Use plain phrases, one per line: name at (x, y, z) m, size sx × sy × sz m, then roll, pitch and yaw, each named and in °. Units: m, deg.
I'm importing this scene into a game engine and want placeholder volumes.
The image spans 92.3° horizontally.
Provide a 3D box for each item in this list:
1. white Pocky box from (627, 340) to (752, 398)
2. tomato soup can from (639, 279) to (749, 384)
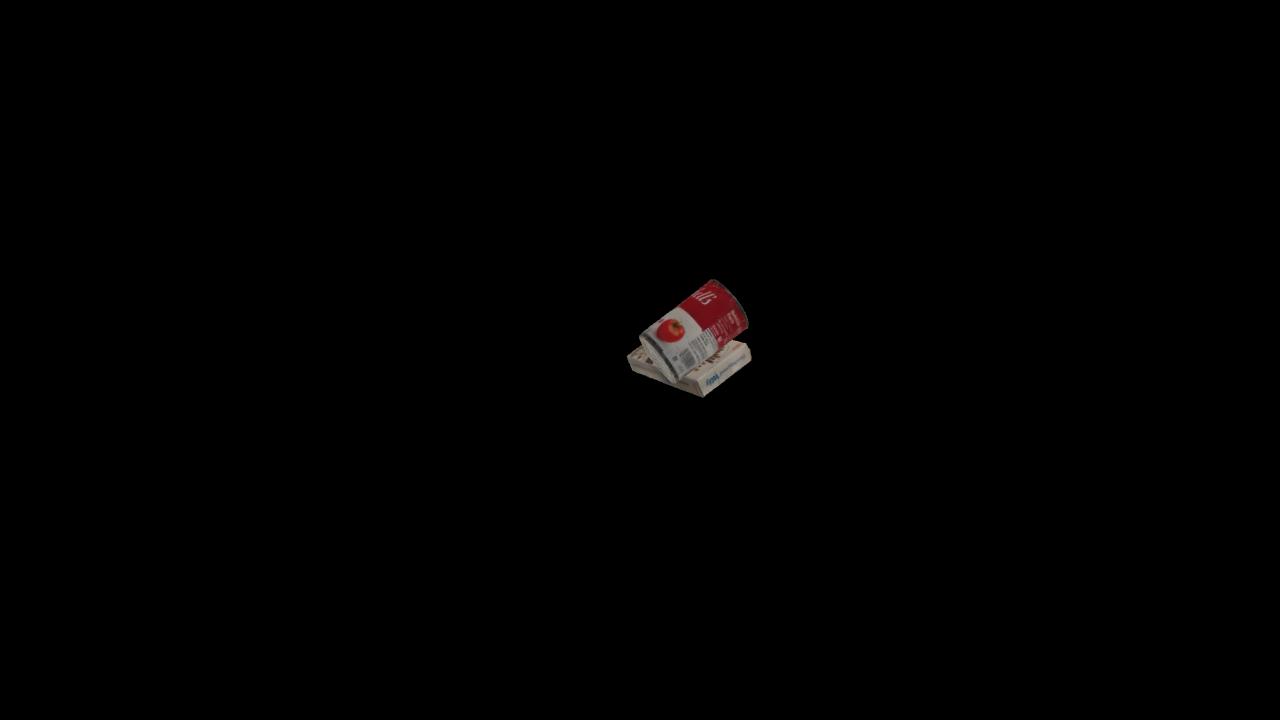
white Pocky box at (0.057, -0.002, 0.766) m, size 0.084 × 0.028 × 0.154 m, roll -36°, pitch 28°, yaw -22°
tomato soup can at (0.057, -0.030, 0.661) m, size 0.101 × 0.068 × 0.068 m, roll -38°, pitch 6°, yaw -7°
